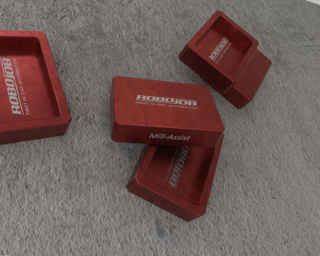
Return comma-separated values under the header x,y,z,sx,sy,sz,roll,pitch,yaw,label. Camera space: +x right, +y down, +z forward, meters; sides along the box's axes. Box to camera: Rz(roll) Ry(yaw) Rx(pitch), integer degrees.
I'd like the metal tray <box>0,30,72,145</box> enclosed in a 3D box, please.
x,y,z,sx,sy,sz,roll,pitch,yaw,label
-0.161,-0.049,0.343,0.091,0.030,0.130,-9,67,-32,metal tray

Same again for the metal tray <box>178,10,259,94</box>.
x,y,z,sx,sy,sz,roll,pitch,yaw,label
0.096,-0.123,0.487,0.090,0.030,0.130,38,51,-2,metal tray

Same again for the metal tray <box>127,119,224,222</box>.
x,y,z,sx,sy,sz,roll,pitch,yaw,label
0.025,0.038,0.389,0.090,0.030,0.130,30,52,-9,metal tray

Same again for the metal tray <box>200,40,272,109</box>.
x,y,z,sx,sy,sz,roll,pitch,yaw,label
0.134,-0.103,0.535,0.090,0.030,0.131,40,51,-1,metal tray

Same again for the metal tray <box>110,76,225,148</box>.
x,y,z,sx,sy,sz,roll,pitch,yaw,label
0.006,-0.021,0.386,0.131,0.030,0.090,4,43,-15,metal tray
